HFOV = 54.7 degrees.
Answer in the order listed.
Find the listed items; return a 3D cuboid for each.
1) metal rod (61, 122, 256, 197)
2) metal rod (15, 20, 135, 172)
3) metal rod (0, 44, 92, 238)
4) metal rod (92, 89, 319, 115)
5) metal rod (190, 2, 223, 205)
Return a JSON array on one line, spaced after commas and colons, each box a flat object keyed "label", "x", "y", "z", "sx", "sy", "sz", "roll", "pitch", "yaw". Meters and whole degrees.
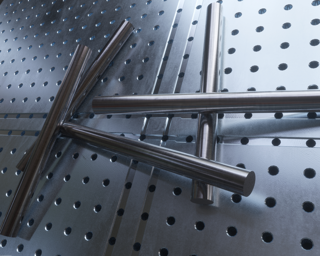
[{"label": "metal rod", "x": -0.030, "y": 0.027, "z": 0.384, "sx": 0.300, "sy": 0.025, "sz": 0.025, "roll": 12, "pitch": 68, "yaw": 39}, {"label": "metal rod", "x": -0.133, "y": -0.058, "z": 0.510, "sx": 0.025, "sy": 0.025, "sz": 0.300, "roll": 22, "pitch": 73, "yaw": 36}, {"label": "metal rod", "x": -0.166, "y": 0.009, "z": 0.465, "sx": 0.025, "sy": 0.025, "sz": 0.299, "roll": 8, "pitch": 73, "yaw": 31}, {"label": "metal rod", "x": 0.062, "y": -0.029, "z": 0.361, "sx": 0.301, "sy": 0.025, "sz": 0.025, "roll": 0, "pitch": 61, "yaw": 17}, {"label": "metal rod", "x": 0.065, "y": -0.051, "z": 0.404, "sx": 0.025, "sy": 0.025, "sz": 0.299, "roll": -6, "pitch": 59, "yaw": 25}]
